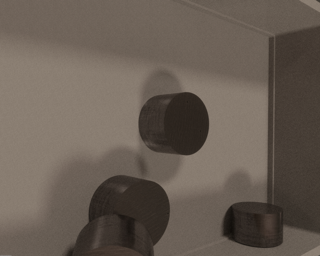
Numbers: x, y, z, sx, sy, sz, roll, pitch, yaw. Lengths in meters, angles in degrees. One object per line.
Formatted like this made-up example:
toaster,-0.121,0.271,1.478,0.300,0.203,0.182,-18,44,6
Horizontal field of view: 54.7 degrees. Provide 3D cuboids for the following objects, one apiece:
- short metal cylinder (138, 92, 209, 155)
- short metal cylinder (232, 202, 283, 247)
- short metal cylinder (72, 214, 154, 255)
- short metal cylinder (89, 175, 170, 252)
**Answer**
short metal cylinder,0.019,-0.006,0.408,0.081,0.050,0.079,0,90,-40
short metal cylinder,0.159,0.155,0.508,0.081,0.080,0.050,1,90,-40
short metal cylinder,-0.045,0.132,0.299,0.081,0.050,0.079,-1,106,-5
short metal cylinder,-0.035,0.098,0.363,0.081,0.050,0.079,0,90,-40
